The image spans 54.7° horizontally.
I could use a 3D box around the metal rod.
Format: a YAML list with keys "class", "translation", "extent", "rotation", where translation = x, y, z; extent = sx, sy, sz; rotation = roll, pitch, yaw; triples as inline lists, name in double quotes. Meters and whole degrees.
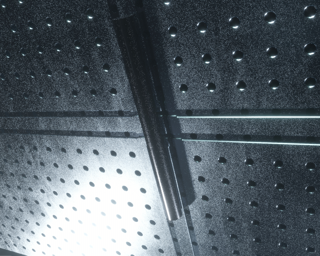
- class: "metal rod"
  translation: [-0.010, 0.004, 0.417]
  extent: [0.025, 0.025, 0.298]
  rotation: [0, 119, 28]
